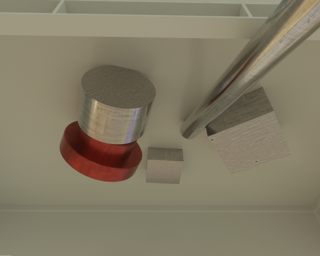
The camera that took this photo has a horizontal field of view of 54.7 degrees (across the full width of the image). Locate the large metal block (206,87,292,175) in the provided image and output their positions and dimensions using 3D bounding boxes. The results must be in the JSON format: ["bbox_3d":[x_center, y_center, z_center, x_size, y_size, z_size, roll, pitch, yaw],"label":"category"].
[{"bbox_3d":[0.111,0.006,0.400,0.080,0.050,0.080,-23,127,18],"label":"large metal block"}]

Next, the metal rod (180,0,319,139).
[{"bbox_3d":[0.061,-0.035,0.273,0.025,0.025,0.299,7,164,-7],"label":"metal rod"}]

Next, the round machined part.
[{"bbox_3d":[-0.066,0.017,0.376,0.099,0.098,0.042,19,115,-16],"label":"round machined part"}]

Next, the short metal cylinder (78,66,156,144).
[{"bbox_3d":[-0.050,-0.027,0.349,0.081,0.080,0.050,11,129,-9],"label":"short metal cylinder"}]

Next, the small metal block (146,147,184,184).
[{"bbox_3d":[0.006,0.056,0.457,0.050,0.025,0.050,3,130,-4],"label":"small metal block"}]
